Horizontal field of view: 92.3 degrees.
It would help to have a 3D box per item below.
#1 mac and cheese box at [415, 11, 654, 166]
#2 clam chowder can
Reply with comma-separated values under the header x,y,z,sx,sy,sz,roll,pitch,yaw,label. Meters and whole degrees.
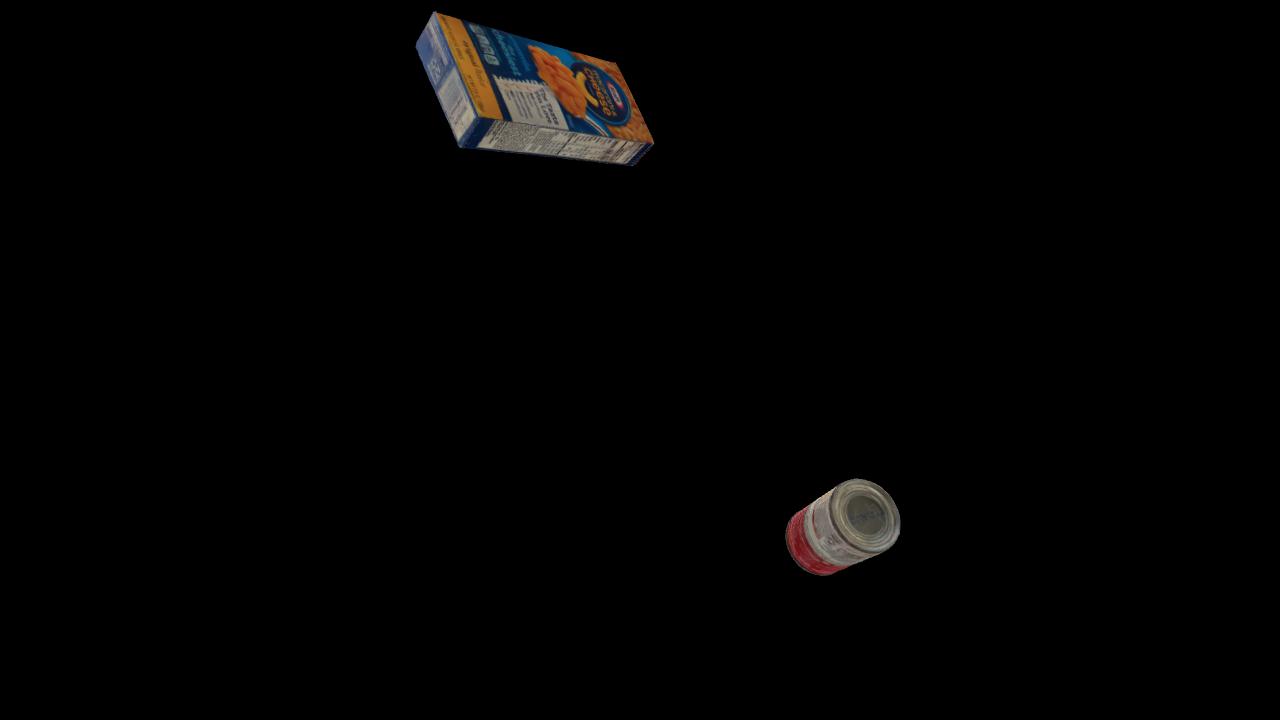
x,y,z,sx,sy,sz,roll,pitch,yaw,label
-0.076,-0.211,0.500,0.184,0.093,0.041,-14,-16,-47,mac and cheese box
0.187,0.158,0.577,0.068,0.068,0.102,0,-29,-11,clam chowder can
